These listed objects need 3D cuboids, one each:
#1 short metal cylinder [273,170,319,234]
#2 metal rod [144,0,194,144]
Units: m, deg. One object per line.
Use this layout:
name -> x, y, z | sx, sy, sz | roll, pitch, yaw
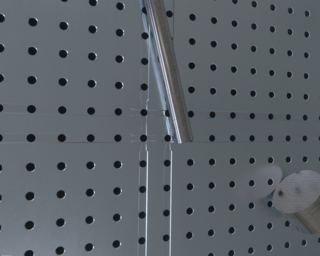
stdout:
short metal cylinder -> 0.219, 0.110, 0.465 | 0.050, 0.080, 0.080 | 45, 76, -15
metal rod -> 0.001, -0.127, 0.412 | 0.025, 0.025, 0.298 | -14, 95, -20
